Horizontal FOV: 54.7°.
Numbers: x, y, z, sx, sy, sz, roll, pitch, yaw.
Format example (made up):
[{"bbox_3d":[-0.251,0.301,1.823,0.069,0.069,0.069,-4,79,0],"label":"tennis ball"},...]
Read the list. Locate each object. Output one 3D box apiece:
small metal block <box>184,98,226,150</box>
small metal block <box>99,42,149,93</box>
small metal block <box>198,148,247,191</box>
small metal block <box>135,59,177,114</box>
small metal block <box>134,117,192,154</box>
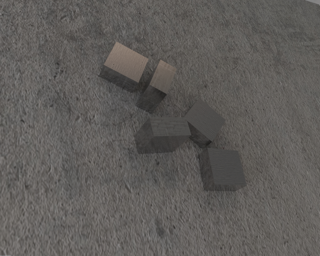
[{"bbox_3d":[0.058,-0.007,0.439,0.050,0.025,0.050,40,51,-1],"label":"small metal block"},{"bbox_3d":[-0.049,-0.084,0.428,0.050,0.025,0.050,27,52,-12],"label":"small metal block"},{"bbox_3d":[0.082,0.056,0.413,0.050,0.025,0.050,7,59,-25],"label":"small metal block"},{"bbox_3d":[-0.006,-0.055,0.418,0.025,0.050,0.050,28,52,-11],"label":"small metal block"},{"bbox_3d":[0.002,0.010,0.383,0.050,0.050,0.025,-1,62,-29],"label":"small metal block"}]
